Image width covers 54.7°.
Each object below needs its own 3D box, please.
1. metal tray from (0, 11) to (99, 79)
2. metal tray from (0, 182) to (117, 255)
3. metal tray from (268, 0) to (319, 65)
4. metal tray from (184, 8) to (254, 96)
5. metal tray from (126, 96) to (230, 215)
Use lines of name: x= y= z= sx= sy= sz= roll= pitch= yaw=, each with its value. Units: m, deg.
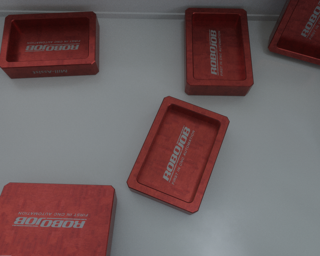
metal tray: x=-0.156 y=-0.121 z=0.449 sx=0.131 sy=0.030 sz=0.090 roll=-3 pitch=70 yaw=-2
metal tray: x=-0.120 y=0.110 z=0.350 sx=0.131 sy=0.030 sz=0.090 roll=2 pitch=50 yaw=0
metal tray: x=0.211 y=-0.150 z=0.410 sx=0.090 sy=0.129 sz=0.030 roll=17 pitch=53 yaw=6
metal tray: x=0.081 y=-0.112 z=0.448 sx=0.091 sy=0.030 sz=0.130 roll=1 pitch=70 yaw=0
metal tray: x=0.025 y=0.033 z=0.395 sx=0.090 sy=0.030 sz=0.130 roll=21 pitch=71 yaw=7
